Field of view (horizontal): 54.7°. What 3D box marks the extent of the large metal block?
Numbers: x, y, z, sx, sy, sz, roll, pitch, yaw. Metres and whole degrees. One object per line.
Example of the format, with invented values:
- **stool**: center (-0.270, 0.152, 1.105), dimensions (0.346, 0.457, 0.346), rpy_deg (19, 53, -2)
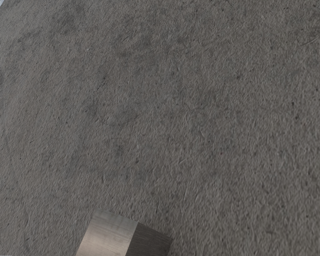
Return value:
- **large metal block**: center (-0.038, 0.134, 0.306), dimensions (0.050, 0.080, 0.080), rpy_deg (9, 66, 32)
